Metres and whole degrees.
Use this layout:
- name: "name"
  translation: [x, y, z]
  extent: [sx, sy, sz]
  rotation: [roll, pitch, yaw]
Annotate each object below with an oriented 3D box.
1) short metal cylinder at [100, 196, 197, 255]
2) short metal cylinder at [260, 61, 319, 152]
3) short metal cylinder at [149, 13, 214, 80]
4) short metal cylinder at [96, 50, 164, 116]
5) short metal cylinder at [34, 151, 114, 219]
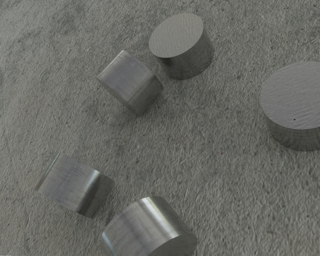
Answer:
- name: "short metal cylinder"
  translation: [-0.011, 0.114, 0.304]
  extent: [0.080, 0.080, 0.050]
  rotation: [-44, 51, -2]
- name: "short metal cylinder"
  translation: [0.150, -0.022, 0.323]
  extent: [0.080, 0.050, 0.080]
  rotation: [-13, 56, 21]
- name: "short metal cylinder"
  translation: [0.031, -0.116, 0.443]
  extent: [0.080, 0.050, 0.080]
  rotation: [-13, 56, 21]
- name: "short metal cylinder"
  translation: [-0.041, -0.061, 0.428]
  extent: [0.050, 0.080, 0.080]
  rotation: [-49, 51, -6]
- name: "short metal cylinder"
  translation: [-0.104, 0.070, 0.380]
  extent: [0.080, 0.080, 0.050]
  rotation: [16, 70, 34]
